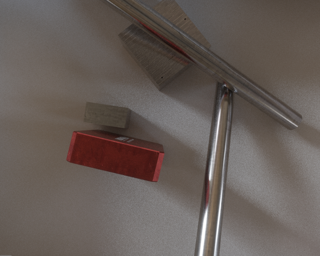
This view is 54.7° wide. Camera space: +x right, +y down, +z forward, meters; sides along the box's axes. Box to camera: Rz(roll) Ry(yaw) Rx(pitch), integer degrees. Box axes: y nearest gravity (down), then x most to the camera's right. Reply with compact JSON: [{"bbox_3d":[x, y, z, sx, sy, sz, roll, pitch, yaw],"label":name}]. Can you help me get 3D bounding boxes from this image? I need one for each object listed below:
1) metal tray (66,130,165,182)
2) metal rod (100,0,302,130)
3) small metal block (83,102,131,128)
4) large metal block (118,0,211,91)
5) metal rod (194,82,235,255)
[{"bbox_3d":[-0.043,0.027,0.358,0.091,0.130,0.030,13,90,0],"label":"metal tray"},{"bbox_3d":[0.053,-0.081,0.364,0.301,0.025,0.025,30,90,-17],"label":"metal rod"},{"bbox_3d":[-0.066,-0.016,0.398,0.050,0.050,0.025,8,90,-1],"label":"small metal block"},{"bbox_3d":[0.006,-0.106,0.399,0.080,0.050,0.080,-39,90,0],"label":"large metal block"},{"bbox_3d":[0.063,0.058,0.351,0.025,0.025,0.299,12,65,0],"label":"metal rod"}]
